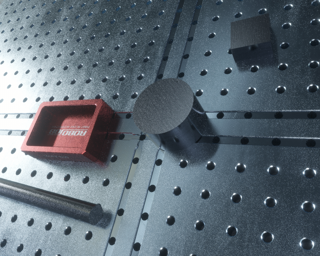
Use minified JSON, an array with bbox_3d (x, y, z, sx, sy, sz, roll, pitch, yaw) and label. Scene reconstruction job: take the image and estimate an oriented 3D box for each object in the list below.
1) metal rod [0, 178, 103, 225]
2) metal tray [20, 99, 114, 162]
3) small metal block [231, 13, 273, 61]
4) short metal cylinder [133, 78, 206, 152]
[{"bbox_3d":[-0.209,0.094,0.457,0.300,0.025,0.025,6,65,30],"label":"metal rod"},{"bbox_3d":[-0.143,0.003,0.475,0.130,0.030,0.090,0,62,27],"label":"metal tray"},{"bbox_3d":[0.123,-0.122,0.418,0.050,0.025,0.050,-6,59,24],"label":"small metal block"},{"bbox_3d":[0.013,-0.016,0.394,0.080,0.050,0.080,-13,56,20],"label":"short metal cylinder"}]
